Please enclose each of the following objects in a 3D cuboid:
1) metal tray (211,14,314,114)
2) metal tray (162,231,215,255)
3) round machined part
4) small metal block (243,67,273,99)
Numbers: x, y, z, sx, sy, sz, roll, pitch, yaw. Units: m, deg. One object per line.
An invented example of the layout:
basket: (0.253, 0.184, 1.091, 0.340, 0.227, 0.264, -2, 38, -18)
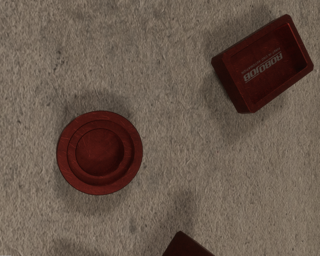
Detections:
metal tray: (0.146, -0.090, 0.435, 0.131, 0.030, 0.090, -34, 101, -17)
metal tray: (0.016, 0.202, 0.381, 0.030, 0.090, 0.130, 39, 78, -16)
round machined part: (-0.074, 0.028, 0.374, 0.099, 0.042, 0.097, 0, 90, -21)
small metal block: (0.141, -0.071, 0.463, 0.050, 0.025, 0.050, -23, 98, -19)
